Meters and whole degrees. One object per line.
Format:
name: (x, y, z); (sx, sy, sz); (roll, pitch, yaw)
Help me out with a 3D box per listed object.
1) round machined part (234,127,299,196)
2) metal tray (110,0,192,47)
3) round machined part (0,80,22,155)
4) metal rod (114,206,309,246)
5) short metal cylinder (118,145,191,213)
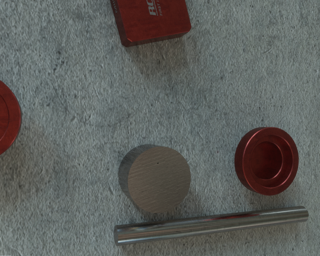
round machined part: (0.152, 0.047, 0.458); (0.099, 0.042, 0.097); (0, 90, -21)
metal tray: (-0.019, -0.178, 0.400); (0.091, 0.030, 0.129); (-17, 96, -20)
round machined part: (-0.199, -0.011, 0.326); (0.099, 0.042, 0.097); (0, 90, -21)
metal rod: (0.086, 0.136, 0.442); (0.303, 0.025, 0.025); (0, 90, -21)
short metal cylinder: (-0.008, 0.062, 0.394); (0.081, 0.050, 0.079); (0, 90, -21)
